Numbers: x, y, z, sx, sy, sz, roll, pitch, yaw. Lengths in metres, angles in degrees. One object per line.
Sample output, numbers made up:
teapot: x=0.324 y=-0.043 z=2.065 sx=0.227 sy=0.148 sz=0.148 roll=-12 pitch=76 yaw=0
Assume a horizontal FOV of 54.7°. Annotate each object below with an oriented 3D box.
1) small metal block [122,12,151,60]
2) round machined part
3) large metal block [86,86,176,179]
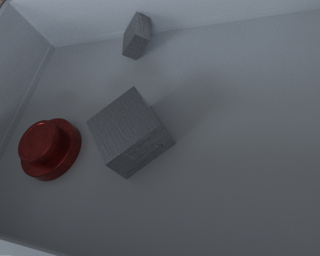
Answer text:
small metal block: x=-0.038 y=-0.147 z=0.498 sx=0.050 sy=0.025 sz=0.050 roll=-43 pitch=39 yaw=48
round machined part: x=-0.172 y=0.027 z=0.466 sx=0.098 sy=0.042 sz=0.098 roll=-13 pitch=56 yaw=20
large metal block: x=-0.039 y=0.006 z=0.405 sx=0.080 sy=0.050 sz=0.080 roll=-36 pitch=51 yaw=4
